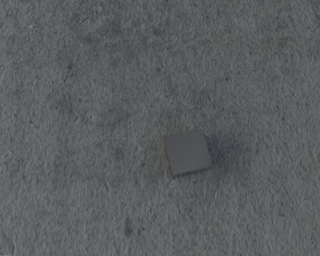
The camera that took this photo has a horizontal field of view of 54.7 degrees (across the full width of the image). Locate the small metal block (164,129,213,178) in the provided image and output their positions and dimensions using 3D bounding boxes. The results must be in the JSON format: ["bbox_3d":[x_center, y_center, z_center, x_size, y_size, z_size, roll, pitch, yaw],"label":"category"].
[{"bbox_3d":[0.035,0.033,0.396,0.050,0.025,0.050,-12,71,-5],"label":"small metal block"}]
